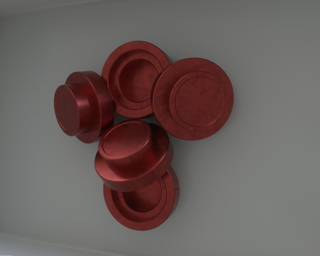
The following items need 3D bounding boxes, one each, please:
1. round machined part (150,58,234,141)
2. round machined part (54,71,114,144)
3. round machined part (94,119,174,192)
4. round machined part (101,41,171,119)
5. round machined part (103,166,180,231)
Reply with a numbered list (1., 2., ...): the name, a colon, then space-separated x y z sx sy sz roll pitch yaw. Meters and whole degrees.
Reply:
1. round machined part: 0.040 -0.033 0.361 0.099 0.042 0.097 -2 101 -10
2. round machined part: -0.107 -0.026 0.414 0.098 0.042 0.097 17 113 44
3. round machined part: -0.036 0.026 0.382 0.098 0.098 0.042 -7 132 20
4. round machined part: -0.024 -0.061 0.407 0.098 0.042 0.097 0 90 20
5. round machined part: -0.021 0.080 0.406 0.098 0.042 0.097 0 90 20
